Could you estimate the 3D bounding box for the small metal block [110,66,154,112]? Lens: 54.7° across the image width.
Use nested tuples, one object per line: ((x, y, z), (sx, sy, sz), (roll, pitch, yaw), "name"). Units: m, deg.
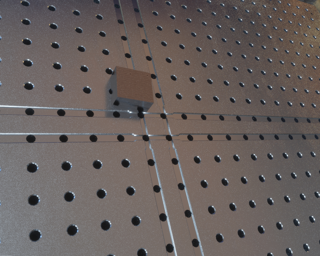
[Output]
((-0.039, -0.052, 0.421), (0.050, 0.025, 0.050), (8, 58, -25), "small metal block")
